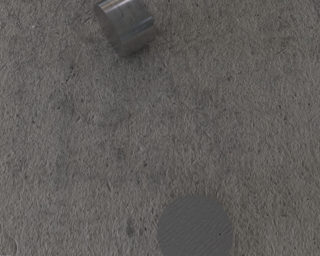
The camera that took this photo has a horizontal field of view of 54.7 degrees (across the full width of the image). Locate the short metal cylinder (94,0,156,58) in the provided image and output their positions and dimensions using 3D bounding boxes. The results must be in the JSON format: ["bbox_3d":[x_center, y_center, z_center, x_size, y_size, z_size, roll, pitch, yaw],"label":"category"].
[{"bbox_3d":[-0.049,-0.145,0.432,0.050,0.080,0.080,-33,74,-11],"label":"short metal cylinder"}]

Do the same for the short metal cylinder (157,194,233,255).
[{"bbox_3d":[0.037,0.119,0.351,0.081,0.050,0.080,0,70,0],"label":"short metal cylinder"}]
